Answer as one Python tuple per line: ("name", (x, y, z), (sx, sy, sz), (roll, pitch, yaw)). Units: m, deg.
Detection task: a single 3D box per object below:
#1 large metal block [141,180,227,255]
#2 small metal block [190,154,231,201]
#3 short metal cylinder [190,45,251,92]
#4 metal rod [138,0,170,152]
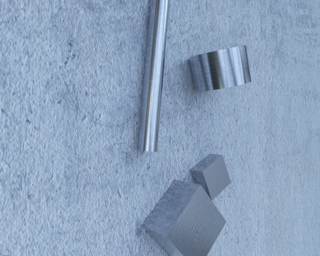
("large metal block", (0.034, 0.130, 0.420), (0.080, 0.050, 0.080), (-50, 120, -28))
("small metal block", (0.078, 0.074, 0.473), (0.050, 0.025, 0.050), (-32, 110, -36))
("short metal cylinder", (0.086, -0.085, 0.444), (0.081, 0.080, 0.050), (-19, 103, -39))
("metal rod", (-0.004, -0.119, 0.403), (0.025, 0.025, 0.298), (8, 85, -40))
